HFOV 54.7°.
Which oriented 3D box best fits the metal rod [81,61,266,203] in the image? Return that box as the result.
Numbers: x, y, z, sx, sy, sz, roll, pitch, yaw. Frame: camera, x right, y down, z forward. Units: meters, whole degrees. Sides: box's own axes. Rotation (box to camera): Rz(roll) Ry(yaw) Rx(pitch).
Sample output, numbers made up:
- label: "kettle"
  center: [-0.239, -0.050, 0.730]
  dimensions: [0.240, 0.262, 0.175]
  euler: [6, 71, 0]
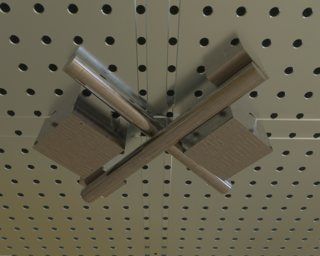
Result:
- label: "metal rod"
  center: [-0.002, 0.020, 0.395]
  dimensions: [0.299, 0.025, 0.025]
  euler: [-37, 121, 27]

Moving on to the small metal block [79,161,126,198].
- label: "small metal block"
  center: [-0.087, 0.075, 0.475]
  dimensions: [0.050, 0.025, 0.050]
  euler: [37, 121, -27]

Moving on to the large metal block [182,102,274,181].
- label: "large metal block"
  center: [0.086, 0.014, 0.408]
  dimensions: [0.080, 0.050, 0.080]
  euler: [35, 122, -26]

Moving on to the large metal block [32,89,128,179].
- label: "large metal block"
  center: [-0.101, 0.010, 0.403]
  dimensions: [0.080, 0.050, 0.080]
  euler: [-36, 122, 26]

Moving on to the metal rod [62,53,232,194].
- label: "metal rod"
  center: [0.001, 0.010, 0.418]
  dimensions: [0.025, 0.025, 0.301]
  euler: [-35, 122, 26]

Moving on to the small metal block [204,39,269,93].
- label: "small metal block"
  center: [0.088, -0.064, 0.358]
  dimensions: [0.050, 0.025, 0.050]
  euler: [-37, 122, 27]
